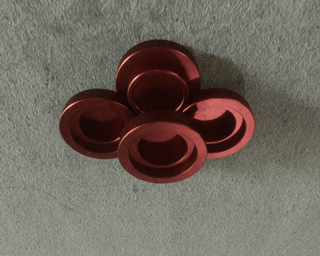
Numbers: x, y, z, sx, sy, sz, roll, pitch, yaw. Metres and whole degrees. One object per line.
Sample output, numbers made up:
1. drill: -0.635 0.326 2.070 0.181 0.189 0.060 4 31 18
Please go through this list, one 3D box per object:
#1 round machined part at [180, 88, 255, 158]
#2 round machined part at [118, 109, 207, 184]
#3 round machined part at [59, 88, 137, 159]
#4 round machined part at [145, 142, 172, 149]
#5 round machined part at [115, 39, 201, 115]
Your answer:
1. round machined part: 0.065 -0.010 0.390 0.099 0.042 0.097 -1 130 0
2. round machined part: 0.003 0.017 0.356 0.099 0.042 0.097 -1 131 0
3. round machined part: -0.071 -0.009 0.389 0.099 0.042 0.097 -1 130 0
4. round machined part: -0.003 0.027 0.421 0.099 0.042 0.097 -1 130 0
5. round machined part: -0.002 -0.048 0.357 0.099 0.042 0.097 -1 130 0
